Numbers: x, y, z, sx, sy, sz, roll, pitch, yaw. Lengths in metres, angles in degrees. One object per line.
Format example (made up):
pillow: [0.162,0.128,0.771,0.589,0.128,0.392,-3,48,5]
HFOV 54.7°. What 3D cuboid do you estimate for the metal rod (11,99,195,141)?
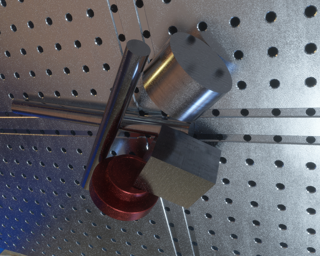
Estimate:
metal rod: [-0.097,-0.015,0.451,0.301,0.025,0.025,8,122,23]

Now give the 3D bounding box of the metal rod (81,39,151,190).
metal rod: [-0.072,0.007,0.418,0.025,0.025,0.298,35,138,5]

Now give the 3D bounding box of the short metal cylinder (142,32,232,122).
short metal cylinder: [0.029,-0.053,0.327,0.080,0.080,0.050,44,129,-3]

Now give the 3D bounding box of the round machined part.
round machined part: [-0.045,0.075,0.433,0.098,0.098,0.042,32,129,7]

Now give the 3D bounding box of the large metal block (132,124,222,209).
large metal block: [0.020,0.051,0.394,0.080,0.050,0.080,24,140,-6]
